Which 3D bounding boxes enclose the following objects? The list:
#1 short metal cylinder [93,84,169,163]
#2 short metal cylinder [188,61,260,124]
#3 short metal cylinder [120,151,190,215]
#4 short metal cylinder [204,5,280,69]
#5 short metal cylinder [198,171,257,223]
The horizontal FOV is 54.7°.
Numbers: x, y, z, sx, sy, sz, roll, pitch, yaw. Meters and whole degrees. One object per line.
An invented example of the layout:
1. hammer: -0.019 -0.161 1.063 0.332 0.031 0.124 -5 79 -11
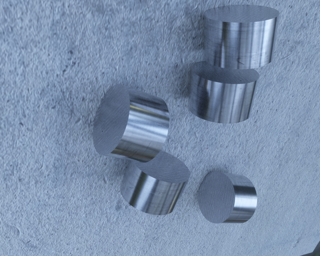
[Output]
1. short metal cylinder: -0.034 -0.004 0.350 0.050 0.080 0.080 16 110 -35
2. short metal cylinder: 0.077 -0.047 0.384 0.081 0.080 0.050 -11 123 -23
3. short metal cylinder: -0.007 0.069 0.410 0.081 0.080 0.050 8 115 -32
4. short metal cylinder: 0.091 -0.106 0.355 0.081 0.080 0.050 -17 125 -19
5. short metal cylinder: 0.107 0.113 0.499 0.050 0.080 0.080 13 112 -34
